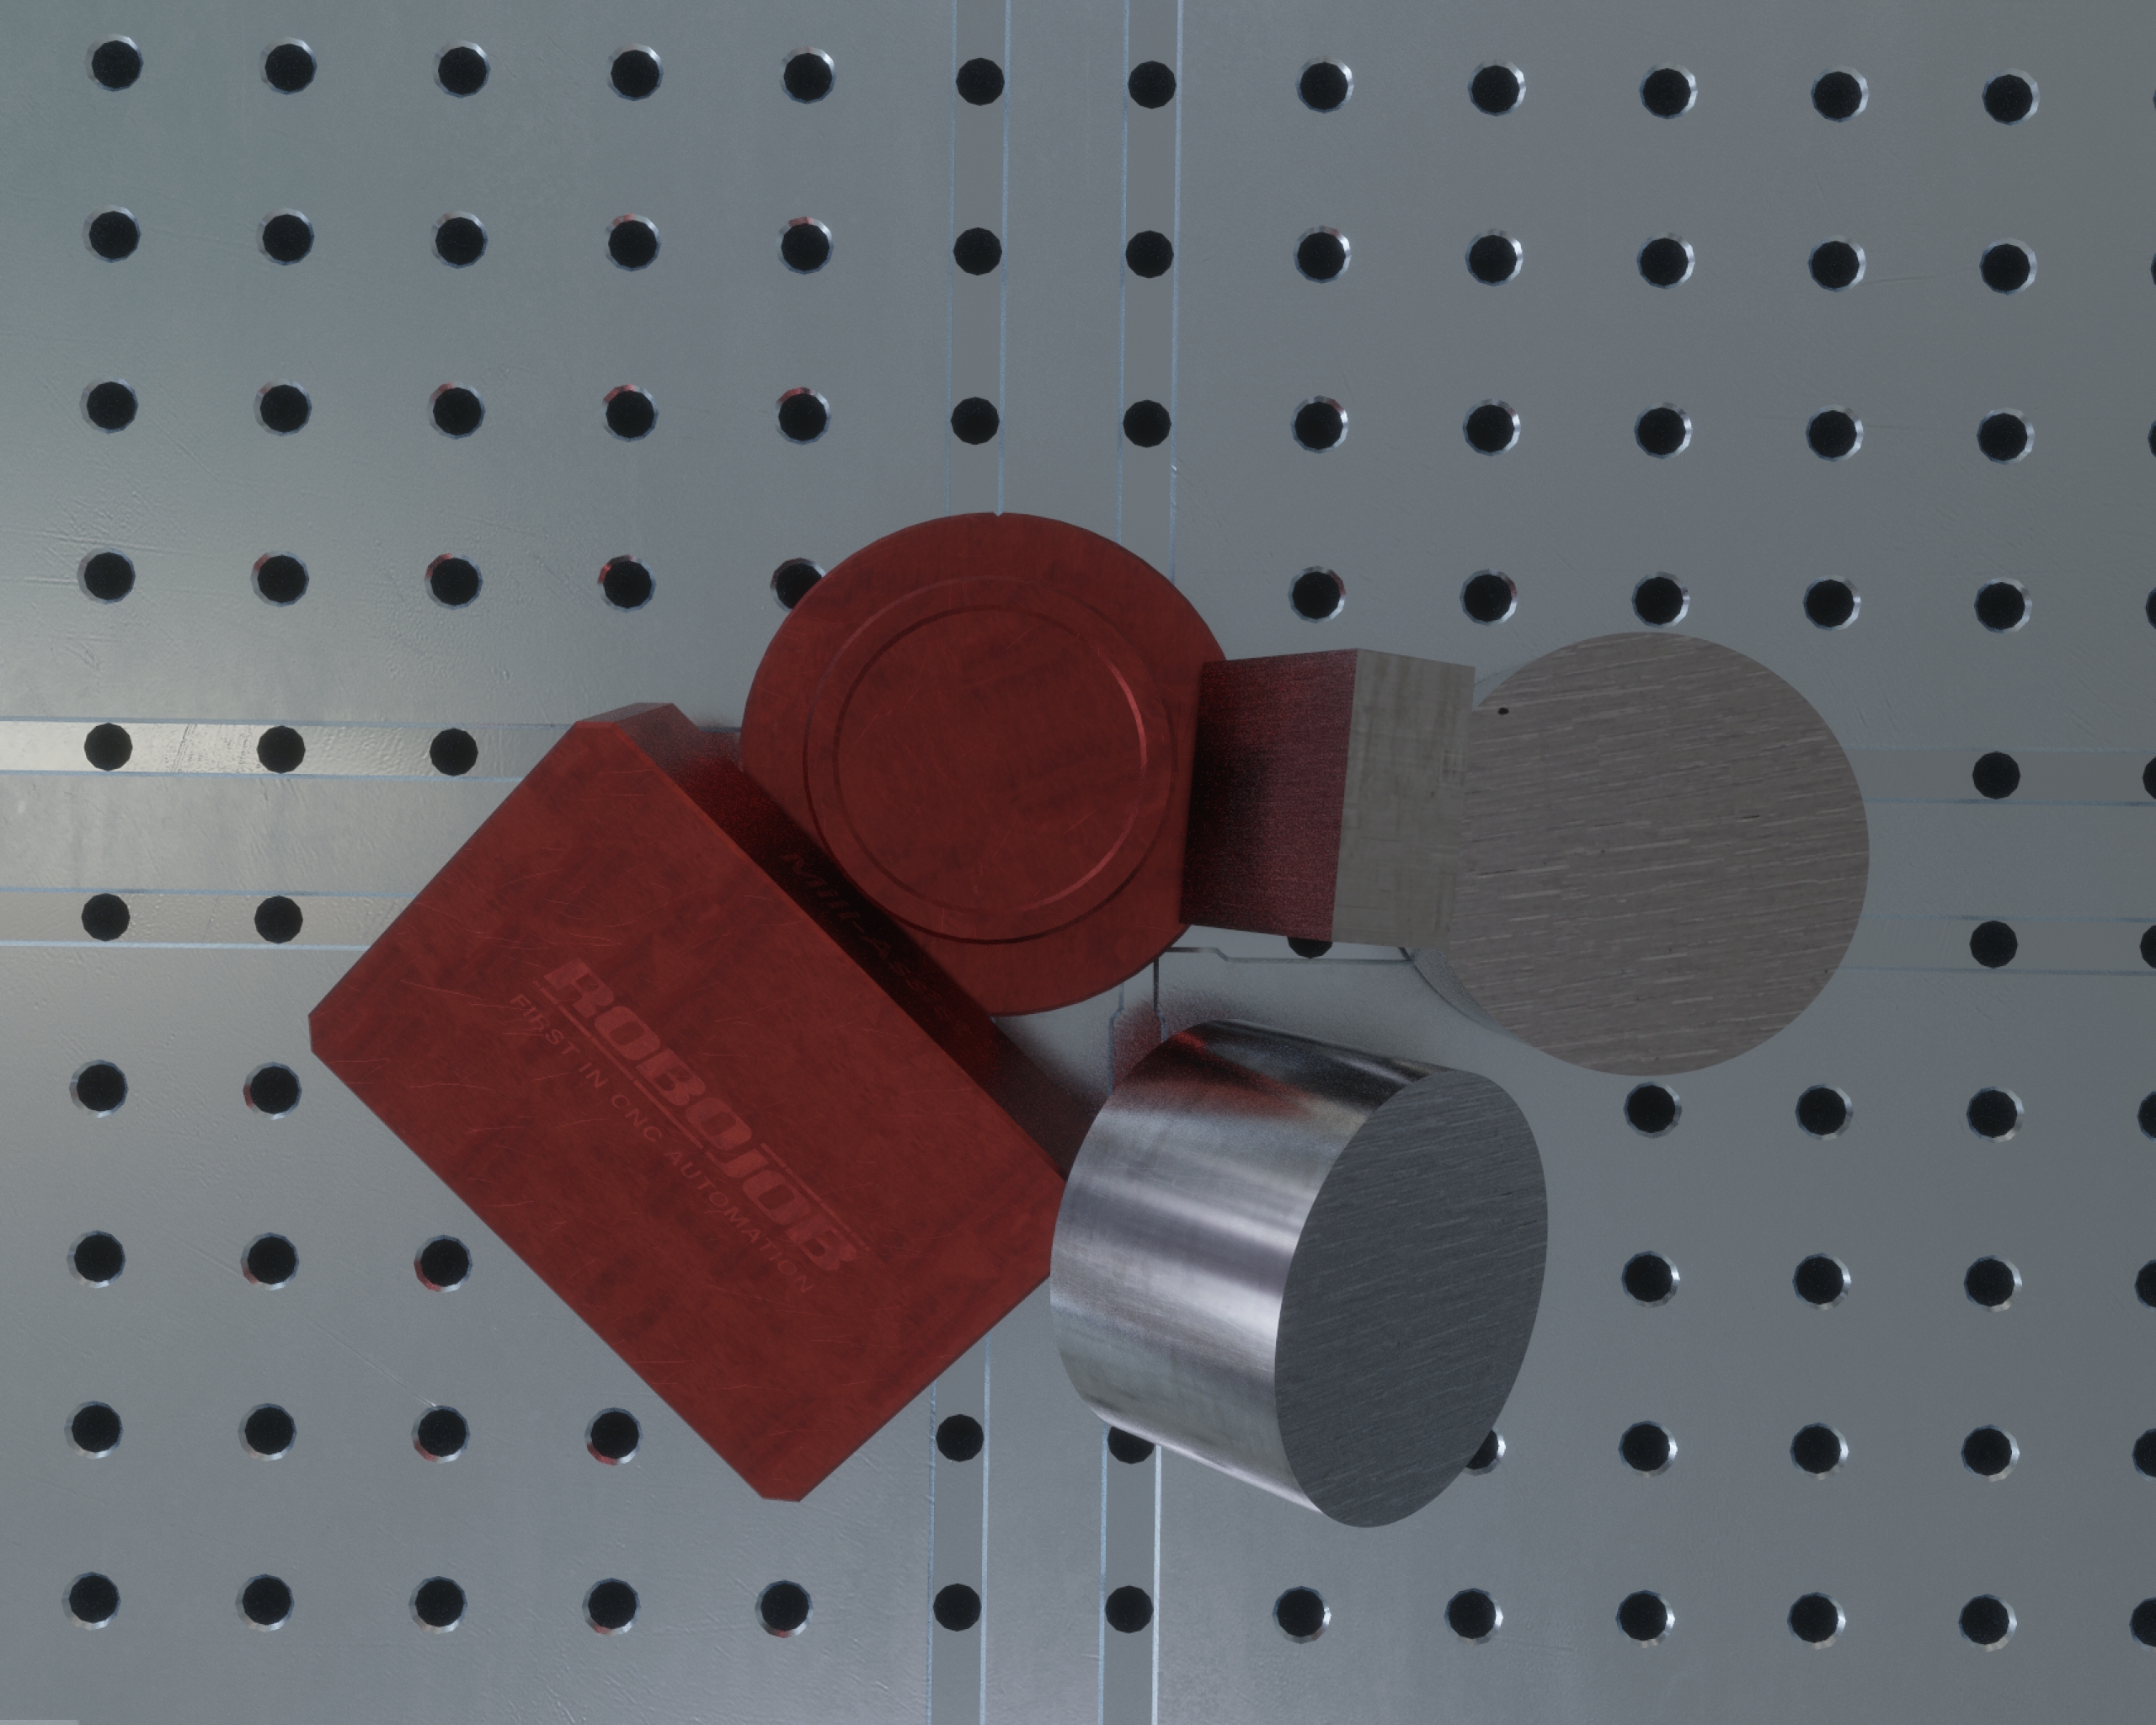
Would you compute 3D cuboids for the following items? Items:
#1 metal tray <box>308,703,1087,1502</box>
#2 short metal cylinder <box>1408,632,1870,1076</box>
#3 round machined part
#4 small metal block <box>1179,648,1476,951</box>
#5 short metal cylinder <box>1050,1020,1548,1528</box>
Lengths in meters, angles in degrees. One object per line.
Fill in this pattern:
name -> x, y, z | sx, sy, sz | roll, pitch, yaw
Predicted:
metal tray -> -0.068, 0.045, 0.395 | 0.130, 0.030, 0.090 | 45, 105, -1
short metal cylinder -> 0.102, -0.002, 0.398 | 0.081, 0.050, 0.079 | 0, 90, 0
round machined part -> -0.016, -0.019, 0.400 | 0.099, 0.042, 0.097 | 0, 90, 0
small metal block -> 0.044, -0.011, 0.379 | 0.025, 0.050, 0.050 | 6, 89, -28
short metal cylinder -> 0.041, 0.072, 0.376 | 0.050, 0.081, 0.080 | 10, 90, 43
